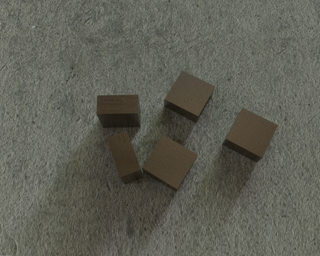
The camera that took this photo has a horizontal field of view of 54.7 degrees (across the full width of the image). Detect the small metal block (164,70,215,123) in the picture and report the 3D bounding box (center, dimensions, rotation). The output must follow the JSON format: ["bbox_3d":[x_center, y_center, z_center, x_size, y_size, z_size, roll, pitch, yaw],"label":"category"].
[{"bbox_3d":[0.040,-0.043,0.424,0.050,0.025,0.050,28,72,9],"label":"small metal block"}]

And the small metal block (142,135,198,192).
[{"bbox_3d":[0.012,0.045,0.392,0.050,0.025,0.050,30,73,10],"label":"small metal block"}]

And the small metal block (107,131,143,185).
[{"bbox_3d":[-0.042,0.038,0.381,0.025,0.050,0.050,-20,71,-7],"label":"small metal block"}]

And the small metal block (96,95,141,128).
[{"bbox_3d":[-0.052,-0.021,0.402,0.050,0.050,0.025,-1,70,-1],"label":"small metal block"}]

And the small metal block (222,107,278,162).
[{"bbox_3d":[0.117,0.009,0.405,0.050,0.025,0.050,29,72,10],"label":"small metal block"}]
